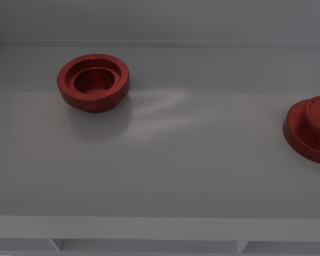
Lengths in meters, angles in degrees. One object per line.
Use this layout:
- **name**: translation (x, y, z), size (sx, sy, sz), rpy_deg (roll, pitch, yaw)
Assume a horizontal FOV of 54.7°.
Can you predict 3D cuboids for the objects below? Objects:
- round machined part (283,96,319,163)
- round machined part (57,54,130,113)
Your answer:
- **round machined part**: translation (0.215, -0.004, 0.399), size (0.099, 0.042, 0.098), rpy_deg (0, 50, 0)
- **round machined part**: translation (-0.092, -0.060, 0.443), size (0.099, 0.042, 0.098), rpy_deg (0, 50, 0)
